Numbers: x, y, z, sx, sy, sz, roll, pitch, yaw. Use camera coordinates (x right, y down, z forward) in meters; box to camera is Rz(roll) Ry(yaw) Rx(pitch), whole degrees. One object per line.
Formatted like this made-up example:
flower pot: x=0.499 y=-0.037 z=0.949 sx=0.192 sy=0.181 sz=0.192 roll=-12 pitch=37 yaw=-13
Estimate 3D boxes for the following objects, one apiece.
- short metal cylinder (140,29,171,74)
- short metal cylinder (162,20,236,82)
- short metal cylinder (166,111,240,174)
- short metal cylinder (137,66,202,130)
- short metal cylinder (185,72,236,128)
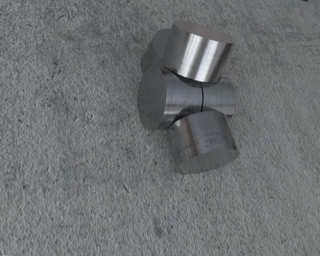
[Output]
short metal cylinder: x=0.016 y=-0.100 z=0.462 sx=0.081 sy=0.050 sz=0.080 roll=14 pitch=56 yaw=-21
short metal cylinder: x=0.048 y=-0.098 z=0.392 sx=0.081 sy=0.050 sz=0.080 roll=14 pitch=29 yaw=-7
short metal cylinder: x=0.053 y=0.020 z=0.388 sx=0.081 sy=0.080 sz=0.050 roll=0 pitch=62 yaw=-29
short metal cylinder: x=0.010 y=-0.037 z=0.400 sx=0.050 sy=0.080 sz=0.080 roll=1 pitch=62 yaw=-28
short metal cylinder: x=0.057 y=-0.037 z=0.425 sx=0.050 sy=0.080 sz=0.080 roll=0 pitch=62 yaw=-28
